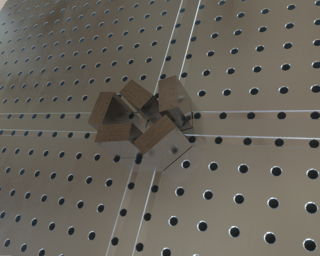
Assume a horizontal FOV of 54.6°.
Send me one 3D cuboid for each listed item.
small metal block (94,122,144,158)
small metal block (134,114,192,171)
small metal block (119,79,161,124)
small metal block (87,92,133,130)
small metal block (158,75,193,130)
[{"bbox_3d":[-0.048,0.018,0.407,0.050,0.050,0.025,-5,60,26],"label":"small metal block"},{"bbox_3d":[0.005,0.019,0.378,0.050,0.050,0.025,-41,50,1],"label":"small metal block"},{"bbox_3d":[-0.021,-0.033,0.425,0.025,0.050,0.050,-48,52,-4],"label":"small metal block"},{"bbox_3d":[-0.069,-0.017,0.440,0.025,0.050,0.050,3,64,30],"label":"small metal block"},{"bbox_3d":[0.020,-0.031,0.401,0.025,0.050,0.050,-15,55,20],"label":"small metal block"}]
